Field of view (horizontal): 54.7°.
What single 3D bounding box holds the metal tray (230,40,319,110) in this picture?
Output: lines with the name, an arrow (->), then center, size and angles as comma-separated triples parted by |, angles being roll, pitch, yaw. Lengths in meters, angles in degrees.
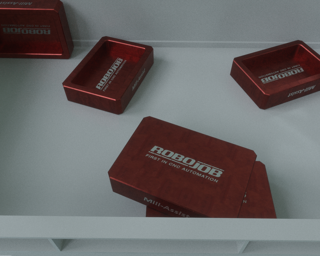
metal tray -> 0.187, -0.085, 0.473 | 0.131, 0.030, 0.090 | -18, 52, -15

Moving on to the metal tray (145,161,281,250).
metal tray -> 0.052, 0.080, 0.335 | 0.131, 0.030, 0.090 | 1, 50, 1

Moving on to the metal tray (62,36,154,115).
metal tray -> -0.074, -0.085, 0.472 | 0.090, 0.030, 0.130 | 16, 52, 13

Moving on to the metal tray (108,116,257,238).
metal tray -> 0.024, 0.045, 0.324 | 0.130, 0.030, 0.090 | 19, 52, 15

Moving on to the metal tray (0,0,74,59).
metal tray -> -0.213, -0.155, 0.491 | 0.131, 0.090, 0.030 | 1, 50, 1
